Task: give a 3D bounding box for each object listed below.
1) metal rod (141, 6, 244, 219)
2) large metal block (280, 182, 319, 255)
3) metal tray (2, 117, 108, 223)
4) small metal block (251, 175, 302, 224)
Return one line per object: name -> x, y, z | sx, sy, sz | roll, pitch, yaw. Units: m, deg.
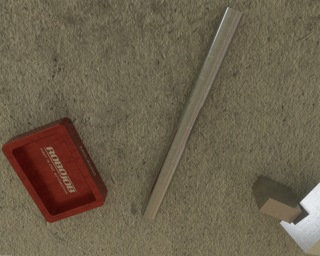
metal rod -> 0.035, -0.005, 0.408 | 0.025, 0.025, 0.298 | 19, 109, -7
large metal block -> 0.232, 0.130, 0.432 | 0.080, 0.050, 0.080 | 24, 110, -36
metal tray -> -0.140, 0.060, 0.427 | 0.090, 0.030, 0.129 | -20, 109, 7
small metal block -> 0.162, 0.099, 0.434 | 0.050, 0.050, 0.025 | 24, 116, -9
